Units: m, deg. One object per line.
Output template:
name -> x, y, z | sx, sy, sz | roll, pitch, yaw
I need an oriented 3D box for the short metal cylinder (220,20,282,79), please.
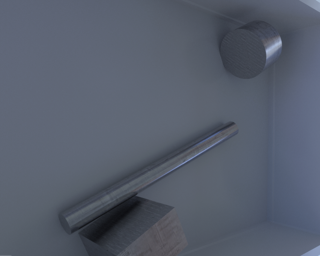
short metal cylinder -> 0.145, -0.125, 0.495 | 0.050, 0.080, 0.080 | -34, 111, -35

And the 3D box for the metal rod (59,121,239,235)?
metal rod -> 0.009, 0.051, 0.416 | 0.302, 0.025, 0.025 | -25, 106, -38

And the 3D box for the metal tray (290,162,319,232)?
metal tray -> 0.331, 0.150, 0.689 | 0.091, 0.030, 0.129 | -16, 100, -39

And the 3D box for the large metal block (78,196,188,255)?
large metal block -> -0.030, 0.124, 0.348 | 0.081, 0.080, 0.050 | -31, 110, -36
